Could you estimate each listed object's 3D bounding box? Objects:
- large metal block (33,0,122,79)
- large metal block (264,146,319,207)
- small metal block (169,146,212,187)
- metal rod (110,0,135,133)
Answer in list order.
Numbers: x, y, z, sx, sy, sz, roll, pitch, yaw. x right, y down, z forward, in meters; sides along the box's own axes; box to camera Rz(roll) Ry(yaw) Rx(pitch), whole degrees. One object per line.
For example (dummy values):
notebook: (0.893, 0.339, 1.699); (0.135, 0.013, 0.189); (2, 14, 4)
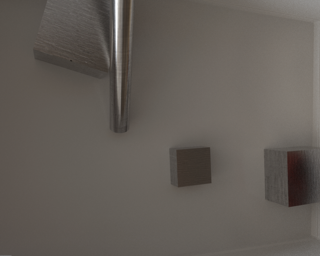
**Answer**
large metal block: (-0.095, -0.111, 0.363); (0.081, 0.050, 0.080); (16, 85, -20)
large metal block: (0.211, 0.071, 0.477); (0.081, 0.050, 0.079); (-2, 91, -20)
small metal block: (0.042, 0.052, 0.427); (0.050, 0.025, 0.050); (-3, 91, -20)
metal rod: (-0.038, -0.123, 0.311); (0.025, 0.025, 0.298); (-8, 127, -20)
